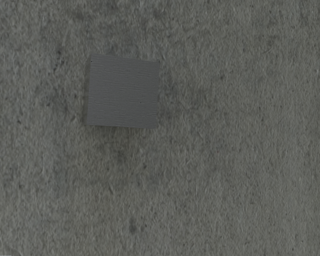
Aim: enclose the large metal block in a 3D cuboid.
[{"bbox_3d":[-0.049,-0.041,0.378,0.081,0.050,0.079,4,89,-20],"label":"large metal block"}]
